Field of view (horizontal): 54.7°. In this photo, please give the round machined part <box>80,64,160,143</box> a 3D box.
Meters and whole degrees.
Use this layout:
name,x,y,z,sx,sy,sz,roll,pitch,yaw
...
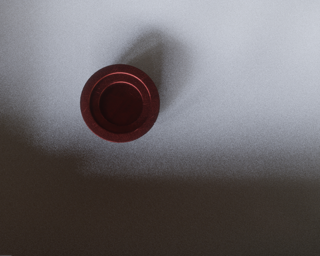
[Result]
name,x,y,z,sx,sy,sz,roll,pitch,yaw
round machined part,-0.049,-0.030,0.402,0.099,0.042,0.097,0,90,-1
